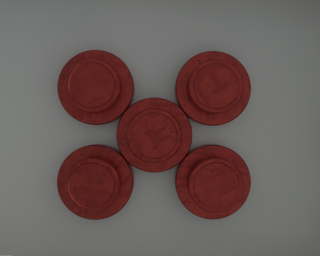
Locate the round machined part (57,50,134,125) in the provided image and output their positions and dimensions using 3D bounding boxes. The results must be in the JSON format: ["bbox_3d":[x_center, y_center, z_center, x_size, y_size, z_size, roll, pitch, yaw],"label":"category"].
[{"bbox_3d":[-0.084,-0.053,0.400,0.099,0.042,0.097,0,90,-1],"label":"round machined part"}]

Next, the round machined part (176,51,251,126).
[{"bbox_3d":[0.070,-0.052,0.403,0.099,0.042,0.097,0,90,-1],"label":"round machined part"}]

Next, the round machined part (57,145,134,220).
[{"bbox_3d":[-0.084,0.071,0.401,0.099,0.042,0.097,0,90,-1],"label":"round machined part"}]

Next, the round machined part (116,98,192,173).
[{"bbox_3d":[-0.007,0.009,0.401,0.099,0.042,0.097,0,90,-1],"label":"round machined part"}]

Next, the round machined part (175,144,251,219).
[{"bbox_3d":[0.070,0.071,0.403,0.099,0.042,0.097,0,90,-1],"label":"round machined part"}]
